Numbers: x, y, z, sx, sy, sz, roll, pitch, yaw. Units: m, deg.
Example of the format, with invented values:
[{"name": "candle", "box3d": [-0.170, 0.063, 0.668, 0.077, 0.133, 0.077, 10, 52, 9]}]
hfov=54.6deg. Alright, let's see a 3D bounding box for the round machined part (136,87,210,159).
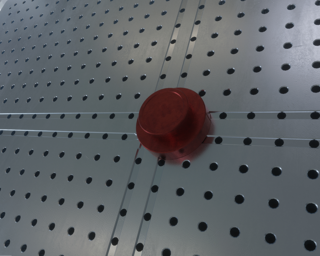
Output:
[{"name": "round machined part", "box3d": [0.012, -0.013, 0.400, 0.098, 0.042, 0.098, -13, 56, 21]}]
